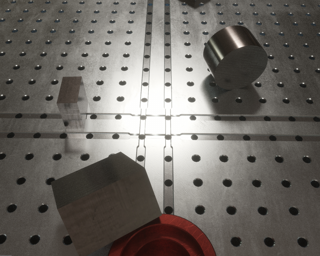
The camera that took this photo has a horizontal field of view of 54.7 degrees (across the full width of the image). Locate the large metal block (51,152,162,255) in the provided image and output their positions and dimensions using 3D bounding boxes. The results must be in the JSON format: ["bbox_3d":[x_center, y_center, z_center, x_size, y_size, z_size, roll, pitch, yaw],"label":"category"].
[{"bbox_3d":[-0.056,0.069,0.307,0.081,0.050,0.080,-23,15,-19],"label":"large metal block"}]

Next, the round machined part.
[{"bbox_3d":[0.002,0.133,0.285,0.099,0.042,0.098,0,50,0],"label":"round machined part"}]

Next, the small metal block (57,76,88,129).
[{"bbox_3d":[-0.117,-0.034,0.418,0.025,0.050,0.050,-2,50,-2],"label":"small metal block"}]

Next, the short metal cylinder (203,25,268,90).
[{"bbox_3d":[0.111,-0.103,0.460,0.081,0.080,0.050,-10,51,-9],"label":"short metal cylinder"}]

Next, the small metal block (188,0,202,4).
[{"bbox_3d":[0.073,-0.292,0.654,0.050,0.025,0.050,-36,59,-27],"label":"small metal block"}]
